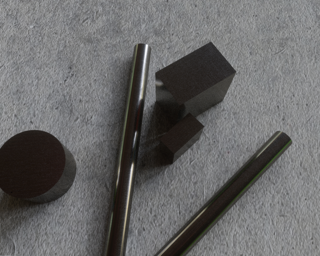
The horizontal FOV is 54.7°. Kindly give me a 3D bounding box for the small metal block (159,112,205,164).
[{"bbox_3d":[0.026,0.014,0.390,0.050,0.050,0.025,-42,76,-14],"label":"small metal block"}]

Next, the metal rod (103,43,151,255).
[{"bbox_3d":[-0.040,0.024,0.398,0.025,0.025,0.299,5,70,1],"label":"metal rod"}]

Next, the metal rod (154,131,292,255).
[{"bbox_3d":[0.052,0.110,0.368,0.301,0.025,0.025,-41,76,-14],"label":"metal rod"}]

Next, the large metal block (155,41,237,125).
[{"bbox_3d":[0.042,-0.052,0.398,0.080,0.080,0.050,-31,73,-11],"label":"large metal block"}]

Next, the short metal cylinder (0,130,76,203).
[{"bbox_3d":[-0.148,0.048,0.375,0.081,0.050,0.080,0,70,0],"label":"short metal cylinder"}]
